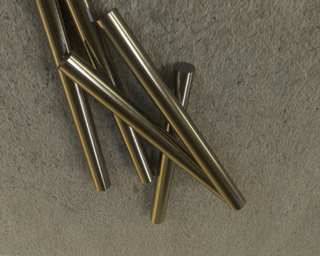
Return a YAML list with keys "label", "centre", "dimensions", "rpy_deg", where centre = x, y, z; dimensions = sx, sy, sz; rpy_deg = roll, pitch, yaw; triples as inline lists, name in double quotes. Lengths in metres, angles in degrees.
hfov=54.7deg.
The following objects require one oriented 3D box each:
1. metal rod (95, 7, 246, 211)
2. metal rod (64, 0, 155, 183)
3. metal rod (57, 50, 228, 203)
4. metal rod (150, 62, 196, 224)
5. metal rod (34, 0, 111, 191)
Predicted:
- label: "metal rod"
  centre: [0.027, -0.003, 0.368]
  dimensions: [0.025, 0.025, 0.300]
  rpy_deg: [-27, 118, 20]
- label: "metal rod"
  centre: [-0.053, -0.037, 0.375]
  dimensions: [0.025, 0.025, 0.299]
  rpy_deg: [-10, 130, 8]
- label: "metal rod"
  centre: [0.004, 0.016, 0.386]
  dimensions: [0.025, 0.025, 0.301]
  rpy_deg: [-34, 123, 25]
- label: "metal rod"
  centre: [0.011, 0.044, 0.445]
  dimensions: [0.025, 0.025, 0.298]
  rpy_deg: [4, 130, -4]
- label: "metal rod"
  centre: [-0.099, -0.024, 0.384]
  dimensions: [0.025, 0.025, 0.298]
  rpy_deg: [-3, 130, 2]
